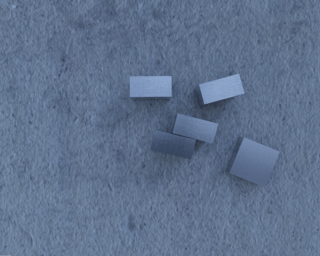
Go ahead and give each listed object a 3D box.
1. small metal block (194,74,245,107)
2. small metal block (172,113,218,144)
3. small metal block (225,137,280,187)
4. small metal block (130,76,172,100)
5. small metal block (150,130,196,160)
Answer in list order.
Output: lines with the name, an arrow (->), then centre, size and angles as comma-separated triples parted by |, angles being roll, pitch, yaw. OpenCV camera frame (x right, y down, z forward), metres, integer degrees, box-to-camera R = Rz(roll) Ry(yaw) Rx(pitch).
small metal block -> 0.074, -0.047, 0.398 | 0.050, 0.050, 0.025 | -15, 90, 0
small metal block -> 0.043, 0.000, 0.398 | 0.050, 0.050, 0.025 | 15, 90, -1
small metal block -> 0.122, 0.044, 0.412 | 0.050, 0.025, 0.050 | 22, 90, -1
small metal block -> -0.011, -0.050, 0.397 | 0.050, 0.050, 0.025 | -1, 90, -1
small metal block -> 0.016, 0.020, 0.398 | 0.050, 0.050, 0.025 | 14, 90, -1
